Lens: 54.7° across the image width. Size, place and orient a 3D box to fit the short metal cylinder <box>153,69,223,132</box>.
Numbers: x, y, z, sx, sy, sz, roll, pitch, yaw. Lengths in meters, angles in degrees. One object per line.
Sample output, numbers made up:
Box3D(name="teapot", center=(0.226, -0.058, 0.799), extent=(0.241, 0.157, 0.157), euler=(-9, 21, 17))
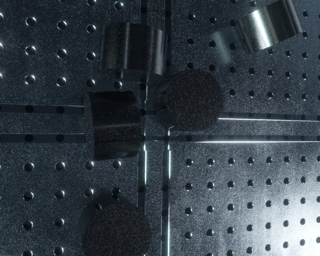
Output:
Box3D(name="short metal cylinder", center=(0.037, -0.035, 0.414), extent=(0.081, 0.050, 0.079), euler=(0, 90, -21))

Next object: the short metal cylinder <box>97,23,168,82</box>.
Box3D(name="short metal cylinder", center=(-0.032, -0.087, 0.372), extent=(0.081, 0.080, 0.050), euler=(5, 89, -20))

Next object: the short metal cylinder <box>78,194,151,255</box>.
Box3D(name="short metal cylinder", center=(-0.057, 0.127, 0.379), extent=(0.081, 0.050, 0.079), euler=(0, 90, -21))

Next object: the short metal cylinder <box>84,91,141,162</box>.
Box3D(name="short metal cylinder", center=(-0.058, -0.003, 0.363), extent=(0.050, 0.080, 0.079), euler=(-4, 92, -20))

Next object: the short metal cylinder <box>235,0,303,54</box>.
Box3D(name="short metal cylinder", center=(0.155, -0.145, 0.442), extent=(0.081, 0.080, 0.050), euler=(-27, 99, -18))
